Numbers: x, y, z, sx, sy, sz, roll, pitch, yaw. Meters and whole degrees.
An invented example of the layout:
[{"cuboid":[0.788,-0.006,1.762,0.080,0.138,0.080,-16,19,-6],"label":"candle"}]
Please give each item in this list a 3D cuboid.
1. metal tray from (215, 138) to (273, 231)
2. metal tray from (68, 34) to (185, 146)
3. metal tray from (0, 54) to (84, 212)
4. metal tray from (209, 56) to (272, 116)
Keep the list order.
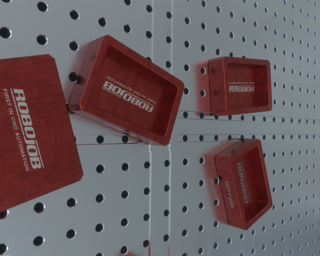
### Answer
[{"cuboid":[0.145,0.093,0.525,0.091,0.030,0.129,-24,105,-37],"label":"metal tray"},{"cuboid":[-0.034,-0.040,0.376,0.131,0.030,0.090,25,74,-37],"label":"metal tray"},{"cuboid":[-0.133,0.002,0.294,0.091,0.030,0.129,-19,102,-38],"label":"metal tray"},{"cuboid":[0.138,-0.069,0.519,0.131,0.030,0.090,-7,95,-40],"label":"metal tray"}]
